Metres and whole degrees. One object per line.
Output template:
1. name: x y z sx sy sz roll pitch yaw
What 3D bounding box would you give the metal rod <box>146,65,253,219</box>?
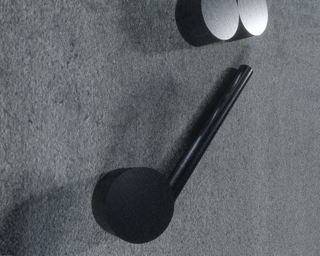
1. metal rod: 0.067 0.011 0.460 0.025 0.025 0.301 51 60 -28

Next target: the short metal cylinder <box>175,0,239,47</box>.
1. short metal cylinder: 0.068 -0.162 0.445 0.081 0.050 0.080 0 90 -40

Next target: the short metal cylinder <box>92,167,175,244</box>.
1. short metal cylinder: -0.031 0.085 0.351 0.081 0.050 0.080 5 80 -28

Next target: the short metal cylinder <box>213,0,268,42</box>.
1. short metal cylinder: 0.128 -0.183 0.495 0.081 0.050 0.080 0 90 -40
